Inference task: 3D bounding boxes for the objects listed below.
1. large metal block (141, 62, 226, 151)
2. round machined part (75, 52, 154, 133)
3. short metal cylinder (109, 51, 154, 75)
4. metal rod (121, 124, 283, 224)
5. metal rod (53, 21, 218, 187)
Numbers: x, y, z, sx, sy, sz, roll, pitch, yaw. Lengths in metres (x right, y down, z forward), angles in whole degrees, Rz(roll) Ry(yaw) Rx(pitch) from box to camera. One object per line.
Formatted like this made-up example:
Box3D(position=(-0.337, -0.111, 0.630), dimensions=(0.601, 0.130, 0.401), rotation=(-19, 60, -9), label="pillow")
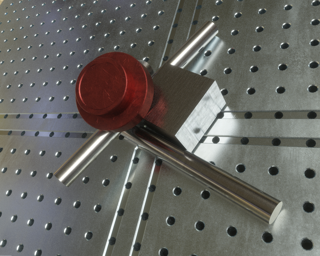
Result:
Box3D(position=(0.022, -0.027, 0.391), dimensions=(0.080, 0.050, 0.080), rotation=(29, 77, 37), label="large metal block")
Box3D(position=(-0.061, -0.045, 0.371), dimensions=(0.098, 0.042, 0.097), rotation=(-3, 80, 20), label="round machined part")
Box3D(position=(-0.053, -0.063, 0.437), dimensions=(0.050, 0.080, 0.080), rotation=(28, 77, 37), label="short metal cylinder")
Box3D(position=(0.005, 0.026, 0.387), dimensions=(0.300, 0.025, 0.025), rotation=(28, 77, 37), label="metal rod")
Box3D(position=(-0.023, -0.042, 0.420), dimensions=(0.025, 0.025, 0.301), rotation=(31, 71, 37), label="metal rod")
